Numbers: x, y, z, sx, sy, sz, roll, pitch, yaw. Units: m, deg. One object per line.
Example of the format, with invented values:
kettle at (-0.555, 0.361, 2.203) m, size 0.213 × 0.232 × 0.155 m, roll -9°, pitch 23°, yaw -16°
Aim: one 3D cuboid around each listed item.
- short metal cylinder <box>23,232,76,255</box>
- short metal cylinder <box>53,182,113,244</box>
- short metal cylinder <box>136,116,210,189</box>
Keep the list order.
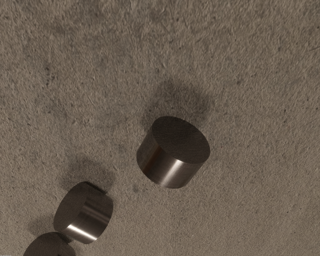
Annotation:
short metal cylinder at (-0.206, 0.244, 0.576) m, size 0.080 × 0.080 × 0.050 m, roll -17°, pitch 128°, yaw 13°
short metal cylinder at (-0.119, 0.132, 0.482) m, size 0.080 × 0.080 × 0.050 m, roll -35°, pitch 122°, yaw 25°
short metal cylinder at (0.017, 0.030, 0.397) m, size 0.081 × 0.080 × 0.050 m, roll 19°, pitch 127°, yaw -16°
